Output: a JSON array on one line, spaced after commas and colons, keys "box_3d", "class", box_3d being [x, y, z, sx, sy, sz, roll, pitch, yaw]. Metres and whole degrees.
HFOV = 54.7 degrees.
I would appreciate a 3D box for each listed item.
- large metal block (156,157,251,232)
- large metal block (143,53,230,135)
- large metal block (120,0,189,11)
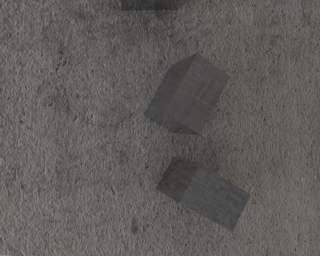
[{"box_3d": [0.053, 0.082, 0.399, 0.080, 0.080, 0.050, 32, 80, -17], "class": "large metal block"}, {"box_3d": [0.031, -0.039, 0.391, 0.050, 0.080, 0.080, 32, 80, -17], "class": "large metal block"}, {"box_3d": [-0.010, -0.198, 0.392, 0.081, 0.050, 0.080, -9, 93, -20], "class": "large metal block"}]
